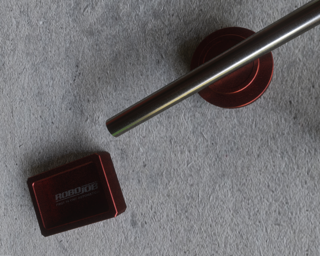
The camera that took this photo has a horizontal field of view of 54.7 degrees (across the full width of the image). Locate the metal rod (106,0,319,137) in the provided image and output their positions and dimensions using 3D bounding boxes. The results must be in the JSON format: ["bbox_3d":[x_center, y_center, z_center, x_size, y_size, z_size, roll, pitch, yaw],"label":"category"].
[{"bbox_3d":[0.067,-0.068,0.340,0.300,0.025,0.025,-28,81,17],"label":"metal rod"}]

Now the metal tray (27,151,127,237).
[{"bbox_3d":[-0.122,0.096,0.447,0.130,0.030,0.090,-21,83,18],"label":"metal tray"}]

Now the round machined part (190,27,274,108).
[{"bbox_3d":[0.084,-0.073,0.370,0.098,0.042,0.097,0,90,19],"label":"round machined part"}]
